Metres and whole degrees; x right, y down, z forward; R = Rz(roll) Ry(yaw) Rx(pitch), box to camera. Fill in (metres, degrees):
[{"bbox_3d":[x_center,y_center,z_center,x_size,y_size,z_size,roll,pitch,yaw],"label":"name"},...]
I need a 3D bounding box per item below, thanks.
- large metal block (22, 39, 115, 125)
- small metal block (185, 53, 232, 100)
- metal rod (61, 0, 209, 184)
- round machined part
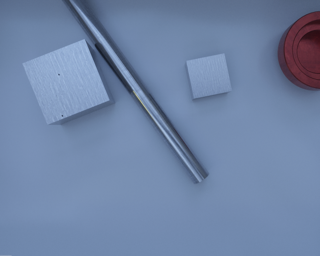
[{"bbox_3d":[-0.113,-0.056,0.397,0.080,0.050,0.080,-22,90,-1],"label":"large metal block"},{"bbox_3d":[0.064,-0.067,0.412,0.050,0.025,0.050,-11,90,-1],"label":"small metal block"},{"bbox_3d":[-0.032,-0.054,0.410,0.025,0.025,0.299,-36,90,0],"label":"metal rod"},{"bbox_3d":[0.203,-0.097,0.406,0.099,0.042,0.097,0,90,-1],"label":"round machined part"}]
